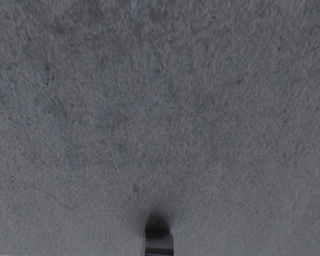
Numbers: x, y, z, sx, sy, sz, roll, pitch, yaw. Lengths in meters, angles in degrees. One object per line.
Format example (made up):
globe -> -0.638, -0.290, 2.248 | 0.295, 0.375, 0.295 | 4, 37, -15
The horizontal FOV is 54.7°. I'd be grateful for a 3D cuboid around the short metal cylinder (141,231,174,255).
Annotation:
short metal cylinder -> -0.007, 0.233, 0.570 | 0.050, 0.080, 0.079 | 7, 130, -6
